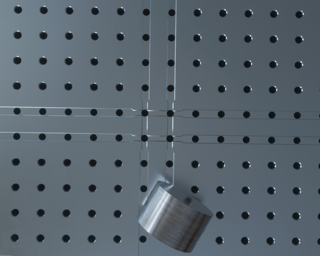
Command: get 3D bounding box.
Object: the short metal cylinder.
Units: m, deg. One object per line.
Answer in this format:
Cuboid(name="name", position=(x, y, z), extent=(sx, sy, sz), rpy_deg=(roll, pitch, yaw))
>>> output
Cuboid(name="short metal cylinder", position=(0.019, 0.108, 0.386), extent=(0.080, 0.080, 0.050), rpy_deg=(30, 90, 0))
